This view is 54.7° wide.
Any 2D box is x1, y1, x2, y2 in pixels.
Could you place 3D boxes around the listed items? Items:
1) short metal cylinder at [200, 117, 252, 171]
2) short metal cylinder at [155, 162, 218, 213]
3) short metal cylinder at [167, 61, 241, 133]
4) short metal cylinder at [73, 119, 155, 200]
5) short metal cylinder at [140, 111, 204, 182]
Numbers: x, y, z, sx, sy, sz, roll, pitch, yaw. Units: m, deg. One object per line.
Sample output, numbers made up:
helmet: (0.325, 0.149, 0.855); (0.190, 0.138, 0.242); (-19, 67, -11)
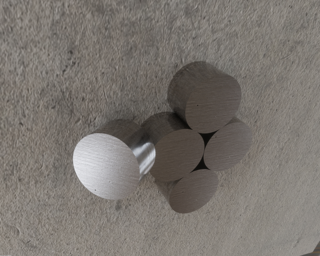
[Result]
short metal cylinder: (0.085, 0.015, 0.448); (0.081, 0.050, 0.079); (-14, 124, -21)
short metal cylinder: (0.039, 0.080, 0.463); (0.081, 0.050, 0.079); (-14, 124, -21)
short metal cylinder: (0.056, -0.040, 0.398); (0.081, 0.050, 0.079); (-14, 124, -21)
short metal cylinder: (-0.051, 0.035, 0.359); (0.080, 0.050, 0.079); (6, 111, 17)
short metal cylinder: (0.011, 0.024, 0.413); (0.081, 0.050, 0.079); (-14, 124, -21)
